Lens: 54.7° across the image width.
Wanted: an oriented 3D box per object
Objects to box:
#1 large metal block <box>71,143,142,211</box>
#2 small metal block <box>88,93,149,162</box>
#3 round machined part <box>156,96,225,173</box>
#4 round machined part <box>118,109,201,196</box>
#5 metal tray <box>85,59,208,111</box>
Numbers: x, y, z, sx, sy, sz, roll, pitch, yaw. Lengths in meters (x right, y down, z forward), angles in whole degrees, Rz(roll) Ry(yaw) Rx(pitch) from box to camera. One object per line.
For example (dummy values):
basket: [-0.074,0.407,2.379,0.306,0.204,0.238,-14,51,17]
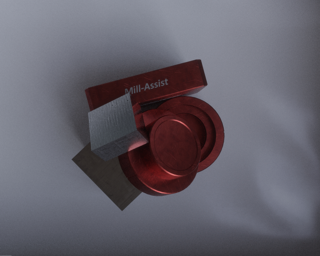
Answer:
large metal block: [-0.052,0.046,0.382,0.050,0.080,0.080,-44,91,0]
small metal block: [-0.044,-0.001,0.317,0.050,0.025,0.050,-24,51,12]
round machined part: [0.031,0.009,0.403,0.099,0.042,0.097,0,90,-1]
round machined part: [0.006,0.024,0.344,0.099,0.042,0.098,14,65,-31]
metal tray: [-0.015,-0.045,0.377,0.131,0.090,0.030,-15,91,-1]
